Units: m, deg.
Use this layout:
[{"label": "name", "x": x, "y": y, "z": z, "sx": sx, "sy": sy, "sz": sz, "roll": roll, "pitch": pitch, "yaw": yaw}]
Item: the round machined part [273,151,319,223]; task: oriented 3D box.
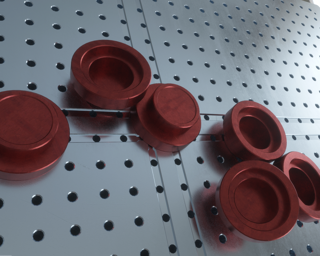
[{"label": "round machined part", "x": 0.194, "y": 0.086, "z": 0.444, "sx": 0.099, "sy": 0.042, "sz": 0.098, "roll": 18, "pitch": 54, "yaw": -26}]

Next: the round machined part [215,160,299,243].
[{"label": "round machined part", "x": 0.118, "y": 0.093, "z": 0.391, "sx": 0.099, "sy": 0.042, "sz": 0.098, "roll": 3, "pitch": 63, "yaw": -5}]

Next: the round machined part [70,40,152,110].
[{"label": "round machined part", "x": -0.063, "y": -0.063, "z": 0.395, "sx": 0.099, "sy": 0.042, "sz": 0.098, "roll": 10, "pitch": 55, "yaw": -14}]

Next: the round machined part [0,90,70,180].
[{"label": "round machined part", "x": -0.143, "y": 0.001, "z": 0.320, "sx": 0.099, "sy": 0.042, "sz": 0.098, "roll": 13, "pitch": 56, "yaw": -21}]

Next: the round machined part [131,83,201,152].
[{"label": "round machined part", "x": 0.014, "y": -0.021, "z": 0.417, "sx": 0.099, "sy": 0.042, "sz": 0.098, "roll": 14, "pitch": 56, "yaw": -21}]

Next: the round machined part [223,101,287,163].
[{"label": "round machined part", "x": 0.135, "y": 0.011, "z": 0.462, "sx": 0.099, "sy": 0.042, "sz": 0.098, "roll": 13, "pitch": 56, "yaw": -20}]
